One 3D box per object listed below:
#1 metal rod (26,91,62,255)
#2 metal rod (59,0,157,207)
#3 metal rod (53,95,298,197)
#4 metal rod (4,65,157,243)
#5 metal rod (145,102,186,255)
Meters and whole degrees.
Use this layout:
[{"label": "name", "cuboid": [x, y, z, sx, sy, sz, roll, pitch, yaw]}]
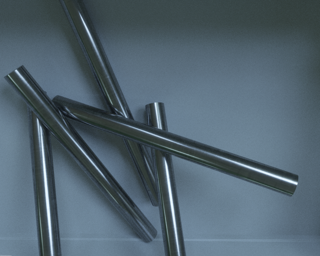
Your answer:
[{"label": "metal rod", "cuboid": [-0.137, 0.102, 0.375, 0.025, 0.025, 0.298, -9, 82, 3]}, {"label": "metal rod", "cuboid": [-0.053, -0.025, 0.401, 0.025, 0.025, 0.299, -20, 109, 7]}, {"label": "metal rod", "cuboid": [0.005, 0.016, 0.367, 0.301, 0.025, 0.025, 18, 110, 13]}, {"label": "metal rod", "cuboid": [-0.090, 0.050, 0.410, 0.025, 0.025, 0.299, -29, 115, 10]}, {"label": "metal rod", "cuboid": [0.014, 0.116, 0.378, 0.025, 0.025, 0.298, -9, 81, 3]}]
